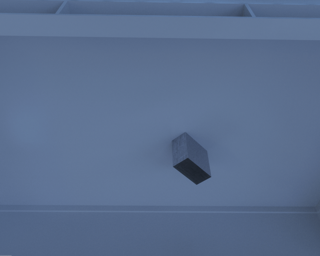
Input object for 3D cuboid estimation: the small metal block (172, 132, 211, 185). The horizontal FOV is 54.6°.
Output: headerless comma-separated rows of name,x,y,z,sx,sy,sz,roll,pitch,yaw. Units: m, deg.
small metal block,0.043,0.042,0.428,0.025,0.050,0.050,-35,122,26
